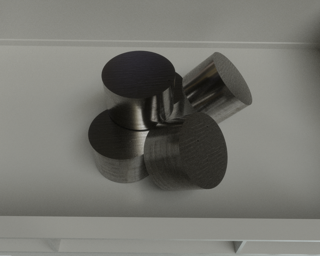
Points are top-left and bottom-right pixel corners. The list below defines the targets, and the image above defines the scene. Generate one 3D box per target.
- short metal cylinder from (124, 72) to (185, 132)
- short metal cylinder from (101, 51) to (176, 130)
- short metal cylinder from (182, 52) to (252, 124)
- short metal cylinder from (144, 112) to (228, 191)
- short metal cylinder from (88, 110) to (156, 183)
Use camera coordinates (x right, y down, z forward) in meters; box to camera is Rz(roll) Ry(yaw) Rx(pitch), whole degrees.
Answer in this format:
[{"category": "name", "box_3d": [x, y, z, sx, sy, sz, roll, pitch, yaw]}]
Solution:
[{"category": "short metal cylinder", "box_3d": [-0.007, -0.038, 0.418, 0.081, 0.050, 0.080, 0, 50, 0]}, {"category": "short metal cylinder", "box_3d": [-0.023, -0.044, 0.357, 0.081, 0.050, 0.080, 0, 50, 0]}, {"category": "short metal cylinder", "box_3d": [0.075, -0.051, 0.404, 0.080, 0.050, 0.080, 33, 38, -31]}, {"category": "short metal cylinder", "box_3d": [0.029, 0.027, 0.336, 0.050, 0.080, 0.080, -15, 35, 44]}, {"category": "short metal cylinder", "box_3d": [-0.041, 0.019, 0.371, 0.081, 0.050, 0.080, 0, 50, 0]}]
